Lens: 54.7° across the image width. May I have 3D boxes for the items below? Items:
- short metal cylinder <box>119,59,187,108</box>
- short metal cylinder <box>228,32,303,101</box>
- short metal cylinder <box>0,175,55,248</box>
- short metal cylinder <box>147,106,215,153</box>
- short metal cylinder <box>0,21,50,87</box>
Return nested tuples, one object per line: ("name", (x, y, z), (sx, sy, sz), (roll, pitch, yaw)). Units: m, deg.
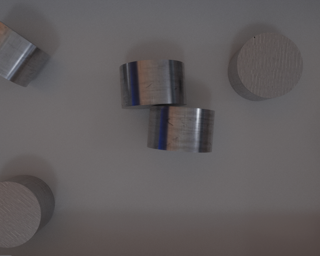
("short metal cylinder", (-0.008, -0.051, 0.384), (0.081, 0.080, 0.050), (-3, 90, -1))
("short metal cylinder", (0.134, -0.076, 0.401), (0.081, 0.050, 0.079), (0, 90, -1))
("short metal cylinder", (-0.184, 0.104, 0.397), (0.081, 0.050, 0.079), (0, 90, -1))
("short metal cylinder", (0.026, 0.001, 0.384), (0.081, 0.080, 0.050), (4, 90, -1))
("short metal cylinder", (-0.186, -0.094, 0.381), (0.080, 0.080, 0.050), (35, 90, -1))
